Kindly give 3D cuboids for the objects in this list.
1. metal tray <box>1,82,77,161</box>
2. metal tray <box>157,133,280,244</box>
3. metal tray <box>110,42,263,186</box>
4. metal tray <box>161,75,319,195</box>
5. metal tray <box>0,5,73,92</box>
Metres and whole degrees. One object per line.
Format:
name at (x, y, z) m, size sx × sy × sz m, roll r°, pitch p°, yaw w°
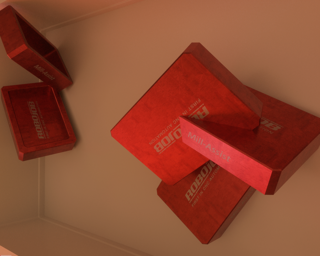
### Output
metal tray at (-0.208, -0.016, 0.529) m, size 0.130 × 0.091 × 0.030 m, roll 64°, pitch 146°, yaw 20°
metal tray at (0.060, 0.054, 0.353) m, size 0.090 × 0.030 × 0.129 m, roll 43°, pitch 115°, yaw 31°
metal tray at (0.021, -0.007, 0.305) m, size 0.090 × 0.030 × 0.129 m, roll 42°, pitch 127°, yaw -7°
metal tray at (0.075, -0.003, 0.299) m, size 0.130 × 0.091 × 0.030 m, roll 33°, pitch 139°, yaw 34°
metal tray at (-0.201, -0.123, 0.502) m, size 0.030 × 0.130 × 0.090 m, roll -31°, pitch 68°, yaw 5°
